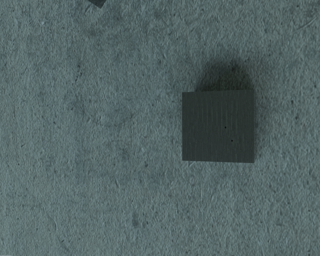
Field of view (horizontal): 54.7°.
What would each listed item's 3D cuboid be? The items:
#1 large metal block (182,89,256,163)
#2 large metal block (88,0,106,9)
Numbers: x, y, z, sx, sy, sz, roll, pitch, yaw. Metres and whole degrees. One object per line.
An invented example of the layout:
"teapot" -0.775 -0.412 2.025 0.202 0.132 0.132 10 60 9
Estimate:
"large metal block" 0.072 -0.002 0.370 0.080 0.050 0.080 0 90 20
"large metal block" -0.100 -0.230 0.431 0.080 0.050 0.080 42 103 15
